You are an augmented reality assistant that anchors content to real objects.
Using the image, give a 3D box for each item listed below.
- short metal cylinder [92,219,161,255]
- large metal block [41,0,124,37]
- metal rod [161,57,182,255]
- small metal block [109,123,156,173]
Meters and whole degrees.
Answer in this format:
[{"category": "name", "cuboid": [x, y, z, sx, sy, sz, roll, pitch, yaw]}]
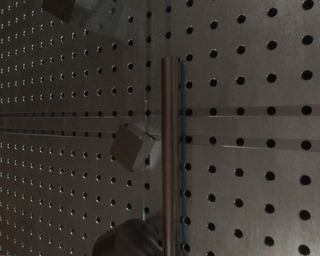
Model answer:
[{"category": "short metal cylinder", "cuboid": [-0.041, 0.166, 0.405, 0.050, 0.081, 0.080, -37, 68, 34]}, {"category": "large metal block", "cuboid": [-0.116, -0.183, 0.467, 0.080, 0.081, 0.050, 36, 112, 33]}, {"category": "metal rod", "cuboid": [0.015, 0.061, 0.395, 0.025, 0.025, 0.298, -1, 90, 39]}, {"category": "small metal block", "cuboid": [-0.040, 0.027, 0.440, 0.050, 0.025, 0.050, 36, 112, 33]}]
